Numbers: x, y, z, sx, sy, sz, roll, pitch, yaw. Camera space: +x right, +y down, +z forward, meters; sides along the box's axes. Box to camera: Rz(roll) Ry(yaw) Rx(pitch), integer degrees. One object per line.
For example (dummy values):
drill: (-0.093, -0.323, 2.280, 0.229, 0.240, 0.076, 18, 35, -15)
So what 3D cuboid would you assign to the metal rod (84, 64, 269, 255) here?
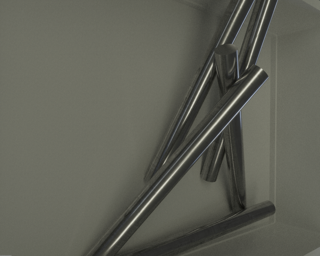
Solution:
metal rod: (0.010, 0.051, 0.338, 0.300, 0.025, 0.025, -49, 123, -1)

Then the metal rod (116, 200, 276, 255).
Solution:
metal rod: (0.057, 0.149, 0.434, 0.303, 0.025, 0.025, -7, 95, -34)

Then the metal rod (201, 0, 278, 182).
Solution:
metal rod: (0.106, -0.059, 0.415, 0.025, 0.025, 0.298, -6, 119, -40)

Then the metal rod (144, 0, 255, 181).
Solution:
metal rod: (0.054, -0.063, 0.371, 0.025, 0.025, 0.298, 16, 105, -39)

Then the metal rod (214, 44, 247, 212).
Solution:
metal rod: (0.103, 0.027, 0.427, 0.025, 0.025, 0.299, -44, 137, -31)
